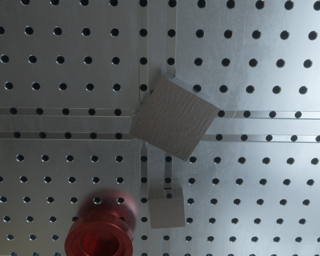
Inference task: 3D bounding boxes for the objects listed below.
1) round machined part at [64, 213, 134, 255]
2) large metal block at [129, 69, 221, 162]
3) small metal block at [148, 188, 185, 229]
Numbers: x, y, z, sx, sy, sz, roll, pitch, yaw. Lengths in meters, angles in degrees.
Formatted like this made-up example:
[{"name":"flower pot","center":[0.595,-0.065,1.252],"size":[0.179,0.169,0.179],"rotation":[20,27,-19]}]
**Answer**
[{"name":"round machined part","center":[-0.088,0.168,0.465],"size":[0.099,0.042,0.097],"rotation":[0,110,0]},{"name":"large metal block","center":[0.017,-0.017,0.394],"size":[0.080,0.050,0.080],"rotation":[28,108,-10]},{"name":"small metal block","center":[0.010,0.119,0.457],"size":[0.050,0.025,0.050],"rotation":[-4,110,1]}]
